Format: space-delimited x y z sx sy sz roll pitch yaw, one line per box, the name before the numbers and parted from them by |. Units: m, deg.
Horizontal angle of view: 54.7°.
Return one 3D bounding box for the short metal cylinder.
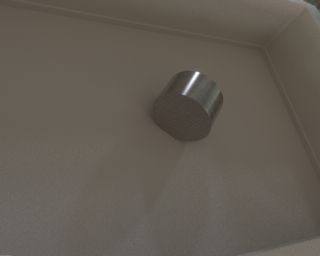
short metal cylinder | 0.037 -0.028 0.409 0.080 0.080 0.050 37 51 -4
